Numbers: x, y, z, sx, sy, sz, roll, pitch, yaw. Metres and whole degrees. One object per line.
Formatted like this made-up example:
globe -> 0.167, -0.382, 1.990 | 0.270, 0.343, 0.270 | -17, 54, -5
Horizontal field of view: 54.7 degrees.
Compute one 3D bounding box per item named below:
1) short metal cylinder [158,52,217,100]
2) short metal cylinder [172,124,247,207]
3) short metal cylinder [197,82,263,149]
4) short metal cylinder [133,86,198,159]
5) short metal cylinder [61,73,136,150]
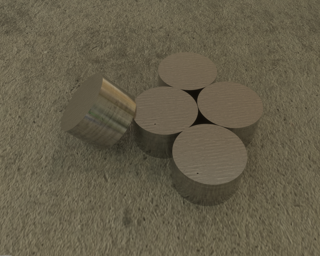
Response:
short metal cylinder -> 0.038, -0.063, 0.442 | 0.080, 0.050, 0.080 | 0, 50, 0
short metal cylinder -> 0.054, 0.042, 0.354 | 0.080, 0.050, 0.080 | 0, 50, 0
short metal cylinder -> 0.086, -0.015, 0.401 | 0.080, 0.050, 0.080 | 0, 50, 0
short metal cylinder -> 0.006, -0.007, 0.394 | 0.080, 0.050, 0.080 | 0, 50, 0
short metal cylinder -> -0.075, -0.020, 0.378 | 0.080, 0.050, 0.080 | -33, 39, 32
